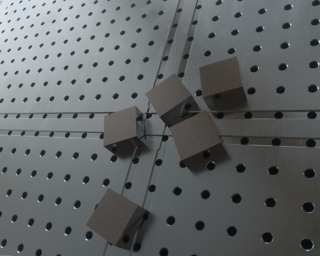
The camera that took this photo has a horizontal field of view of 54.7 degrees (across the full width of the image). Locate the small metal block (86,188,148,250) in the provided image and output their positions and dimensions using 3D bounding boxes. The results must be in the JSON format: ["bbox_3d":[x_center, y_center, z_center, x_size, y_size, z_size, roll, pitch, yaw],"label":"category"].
[{"bbox_3d":[-0.051,0.107,0.368,0.050,0.025,0.050,20,72,35],"label":"small metal block"}]

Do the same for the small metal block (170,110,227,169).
[{"bbox_3d":[0.045,0.014,0.375,0.050,0.025,0.050,-26,53,11],"label":"small metal block"}]

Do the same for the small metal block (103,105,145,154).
[{"bbox_3d":[-0.050,0.002,0.431,0.050,0.025,0.050,-17,55,18],"label":"small metal block"}]

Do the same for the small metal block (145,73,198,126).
[{"bbox_3d":[0.015,-0.039,0.423,0.050,0.025,0.050,-35,52,5],"label":"small metal block"}]

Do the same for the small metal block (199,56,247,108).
[{"bbox_3d":[0.081,-0.059,0.402,0.050,0.025,0.050,-14,56,20],"label":"small metal block"}]
